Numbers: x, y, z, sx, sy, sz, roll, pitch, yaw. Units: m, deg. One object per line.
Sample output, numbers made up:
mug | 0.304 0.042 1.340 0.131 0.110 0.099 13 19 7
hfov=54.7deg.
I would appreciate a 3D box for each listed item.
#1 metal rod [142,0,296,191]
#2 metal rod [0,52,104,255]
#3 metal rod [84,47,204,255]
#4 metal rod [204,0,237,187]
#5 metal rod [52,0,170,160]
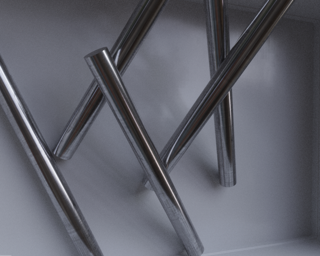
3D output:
metal rod | 0.063 -0.041 0.352 0.025 0.025 0.298 25 114 -19
metal rod | -0.138 0.035 0.359 0.025 0.025 0.299 -27 99 -18
metal rod | -0.007 0.048 0.367 0.025 0.025 0.299 -33 117 -17
metal rod | 0.075 -0.050 0.378 0.025 0.025 0.298 -22 121 -19
metal rod | -0.035 -0.087 0.328 0.025 0.025 0.299 30 107 -18
